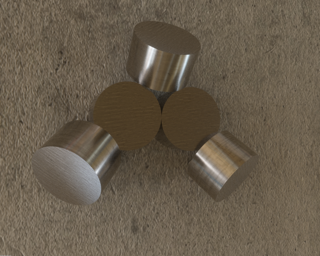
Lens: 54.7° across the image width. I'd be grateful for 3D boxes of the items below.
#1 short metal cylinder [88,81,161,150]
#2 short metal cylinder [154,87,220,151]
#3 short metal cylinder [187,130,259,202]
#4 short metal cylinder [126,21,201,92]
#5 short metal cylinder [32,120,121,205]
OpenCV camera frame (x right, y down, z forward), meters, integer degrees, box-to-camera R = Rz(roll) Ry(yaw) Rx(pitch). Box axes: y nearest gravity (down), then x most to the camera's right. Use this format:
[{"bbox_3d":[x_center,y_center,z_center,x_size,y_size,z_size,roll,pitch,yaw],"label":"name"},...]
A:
[{"bbox_3d":[-0.045,-0.014,0.380,0.081,0.050,0.080,0,90,-20],"label":"short metal cylinder"},{"bbox_3d":[0.031,-0.011,0.408,0.081,0.050,0.080,0,90,-20],"label":"short metal cylinder"},{"bbox_3d":[0.082,0.050,0.405,0.080,0.080,0.050,-39,61,-16],"label":"short metal cylinder"},{"bbox_3d":[0.003,-0.088,0.376,0.081,0.080,0.050,2,132,-20],"label":"short metal cylinder"},{"bbox_3d":[-0.090,0.038,0.341,0.080,0.080,0.050,48,35,-14],"label":"short metal cylinder"}]
